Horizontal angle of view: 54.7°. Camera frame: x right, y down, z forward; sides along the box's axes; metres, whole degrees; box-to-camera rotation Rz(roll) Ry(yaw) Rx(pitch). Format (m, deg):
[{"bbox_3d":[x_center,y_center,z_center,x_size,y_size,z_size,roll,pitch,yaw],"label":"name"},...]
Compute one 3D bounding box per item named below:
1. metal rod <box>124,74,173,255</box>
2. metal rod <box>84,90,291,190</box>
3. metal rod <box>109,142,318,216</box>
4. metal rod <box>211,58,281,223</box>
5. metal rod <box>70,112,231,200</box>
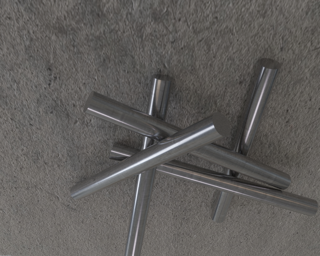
[{"bbox_3d":[-0.021,0.074,0.421,0.025,0.025,0.298,7,115,-6],"label":"metal rod"},{"bbox_3d":[0.052,0.025,0.386,0.302,0.025,0.025,22,127,-25],"label":"metal rod"},{"bbox_3d":[0.077,0.074,0.442,0.302,0.025,0.025,16,129,-3],"label":"metal rod"},{"bbox_3d":[0.112,0.041,0.443,0.025,0.025,0.298,3,130,-3],"label":"metal rod"},{"bbox_3d":[-0.037,0.050,0.392,0.025,0.025,0.299,34,140,-26],"label":"metal rod"}]
